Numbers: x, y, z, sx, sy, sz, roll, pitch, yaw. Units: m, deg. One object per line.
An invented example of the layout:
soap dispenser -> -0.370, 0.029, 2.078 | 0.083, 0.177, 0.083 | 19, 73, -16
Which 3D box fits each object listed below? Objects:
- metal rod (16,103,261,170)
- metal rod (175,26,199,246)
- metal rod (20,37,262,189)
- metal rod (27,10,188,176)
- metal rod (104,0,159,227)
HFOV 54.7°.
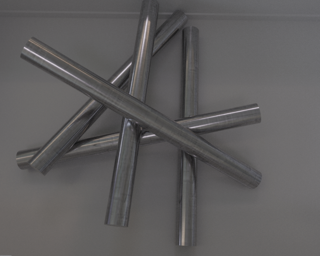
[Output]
metal rod -> -0.028, 0.011, 0.386 | 0.302, 0.025, 0.025 | -11, 70, 3
metal rod -> 0.038, -0.004, 0.411 | 0.025, 0.025, 0.299 | 3, 70, 1
metal rod -> -0.007, -0.007, 0.349 | 0.301, 0.025, 0.025 | 30, 71, -15
metal rod -> -0.054, -0.061, 0.411 | 0.025, 0.025, 0.301 | 34, 66, 11
metal rod -> -0.029, -0.036, 0.378 | 0.025, 0.025, 0.299 | 6, 67, 2
